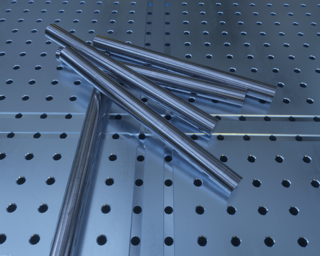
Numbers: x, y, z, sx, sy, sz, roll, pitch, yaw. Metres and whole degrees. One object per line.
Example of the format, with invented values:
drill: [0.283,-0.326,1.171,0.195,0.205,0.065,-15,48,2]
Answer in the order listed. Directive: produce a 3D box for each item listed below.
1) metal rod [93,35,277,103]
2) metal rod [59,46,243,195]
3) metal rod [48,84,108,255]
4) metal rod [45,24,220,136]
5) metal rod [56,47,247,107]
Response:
metal rod: [0.029,-0.098,0.490,0.301,0.025,0.025,20,53,15]
metal rod: [-0.024,-0.021,0.402,0.300,0.025,0.025,38,59,19]
metal rod: [-0.091,0.041,0.371,0.025,0.025,0.300,2,50,1]
metal rod: [-0.050,-0.077,0.450,0.300,0.025,0.025,32,57,16]
metal rod: [-0.021,-0.082,0.475,0.301,0.025,0.025,15,52,12]
